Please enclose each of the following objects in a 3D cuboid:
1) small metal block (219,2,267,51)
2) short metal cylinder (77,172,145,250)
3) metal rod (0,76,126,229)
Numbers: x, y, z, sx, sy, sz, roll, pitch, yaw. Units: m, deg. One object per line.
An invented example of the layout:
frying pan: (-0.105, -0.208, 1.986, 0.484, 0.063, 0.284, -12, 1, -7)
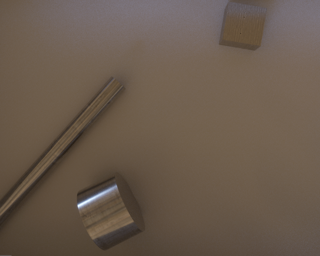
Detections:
small metal block: (0.110, -0.135, 0.413, 0.050, 0.025, 0.050, 9, 90, -1)
short metal cylinder: (-0.059, 0.102, 0.383, 0.050, 0.080, 0.080, -27, 90, 0)
metal rod: (-0.155, 0.051, 0.409, 0.025, 0.025, 0.300, 42, 90, -1)
